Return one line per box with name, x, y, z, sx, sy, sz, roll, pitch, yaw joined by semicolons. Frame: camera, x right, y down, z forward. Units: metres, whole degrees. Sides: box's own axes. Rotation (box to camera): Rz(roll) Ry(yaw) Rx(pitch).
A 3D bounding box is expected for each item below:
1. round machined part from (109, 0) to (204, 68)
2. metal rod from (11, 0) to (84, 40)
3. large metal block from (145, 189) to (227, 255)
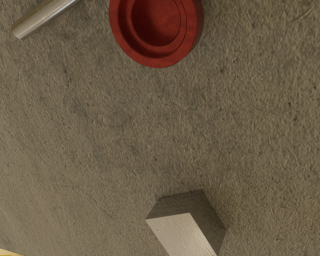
round machined part;0.000;-0.116;0.324;0.098;0.042;0.097;13;124;21
metal rod;-0.072;-0.166;0.342;0.300;0.025;0.025;-15;111;34
large metal block;0.039;0.144;0.459;0.080;0.050;0.080;-21;107;36
